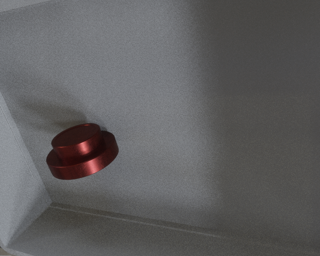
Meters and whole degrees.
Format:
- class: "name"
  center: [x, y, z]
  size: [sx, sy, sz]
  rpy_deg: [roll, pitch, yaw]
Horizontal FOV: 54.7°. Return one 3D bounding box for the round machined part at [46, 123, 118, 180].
- class: "round machined part"
  center: [-0.112, 0.027, 0.435]
  size: [0.098, 0.098, 0.042]
  rpy_deg: [0, 118, 28]
